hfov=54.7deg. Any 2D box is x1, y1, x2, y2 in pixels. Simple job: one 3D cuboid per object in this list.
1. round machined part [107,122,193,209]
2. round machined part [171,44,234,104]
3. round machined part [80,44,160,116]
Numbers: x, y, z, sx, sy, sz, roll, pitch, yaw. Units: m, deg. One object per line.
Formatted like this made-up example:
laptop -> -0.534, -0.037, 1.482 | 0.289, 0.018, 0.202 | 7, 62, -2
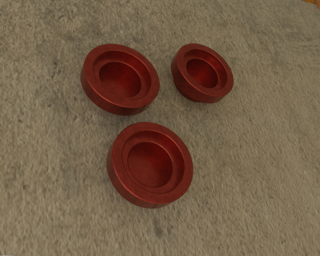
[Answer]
round machined part -> -0.014, 0.045, 0.359 | 0.099, 0.042, 0.098 | 14, 56, -21
round machined part -> 0.060, -0.078, 0.475 | 0.099, 0.042, 0.098 | 14, 56, -21
round machined part -> -0.054, -0.057, 0.400 | 0.099, 0.042, 0.098 | 14, 56, -21
